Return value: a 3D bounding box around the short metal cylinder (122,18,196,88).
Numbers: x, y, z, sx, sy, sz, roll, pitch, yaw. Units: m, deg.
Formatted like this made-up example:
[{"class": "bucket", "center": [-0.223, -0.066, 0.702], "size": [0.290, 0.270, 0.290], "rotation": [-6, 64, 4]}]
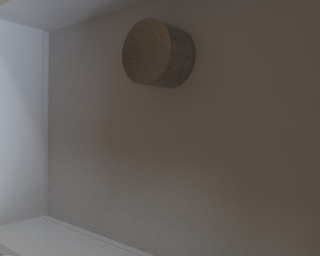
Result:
[{"class": "short metal cylinder", "center": [-0.002, -0.092, 0.393], "size": [0.080, 0.050, 0.080], "rotation": [0, 90, 40]}]
